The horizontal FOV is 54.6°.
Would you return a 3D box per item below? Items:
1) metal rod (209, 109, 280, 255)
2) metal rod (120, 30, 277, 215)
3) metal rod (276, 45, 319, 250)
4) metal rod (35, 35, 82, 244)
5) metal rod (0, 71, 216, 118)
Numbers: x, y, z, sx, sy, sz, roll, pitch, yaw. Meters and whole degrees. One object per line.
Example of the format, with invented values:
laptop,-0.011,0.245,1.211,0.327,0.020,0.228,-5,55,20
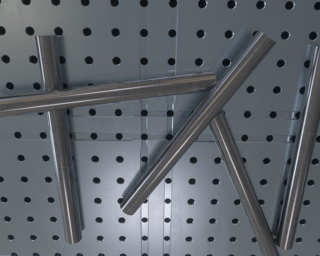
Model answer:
metal rod,0.132,0.109,0.454,0.025,0.025,0.299,-23,109,8
metal rod,0.036,0.008,0.402,0.025,0.025,0.299,33,112,-11
metal rod,0.196,0.040,0.429,0.025,0.025,0.298,1,110,-1
metal rod,-0.134,0.029,0.422,0.025,0.025,0.298,-1,110,0
metal rod,-0.081,-0.039,0.377,0.302,0.025,0.025,-8,110,-6
